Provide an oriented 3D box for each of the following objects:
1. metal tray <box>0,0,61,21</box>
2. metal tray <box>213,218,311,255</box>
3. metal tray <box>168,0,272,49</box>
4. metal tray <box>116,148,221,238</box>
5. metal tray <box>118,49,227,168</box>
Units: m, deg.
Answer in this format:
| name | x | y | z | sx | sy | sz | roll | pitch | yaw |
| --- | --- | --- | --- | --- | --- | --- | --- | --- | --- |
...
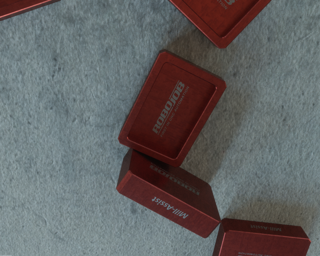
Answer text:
| name | x | y | z | sx | sy | sz | roll | pitch | yaw |
| --- | --- | --- | --- | --- | --- | --- | --- | --- | --- |
| metal tray | -0.175 | -0.192 | 0.333 | 0.090 | 0.030 | 0.129 | -17 | 110 | 5 |
| metal tray | 0.153 | 0.192 | 0.480 | 0.131 | 0.030 | 0.089 | 7 | 110 | -3 |
| metal tray | 0.054 | -0.165 | 0.346 | 0.130 | 0.030 | 0.090 | 40 | 105 | -14 |
| metal tray | 0.012 | 0.078 | 0.404 | 0.130 | 0.090 | 0.030 | 31 | 107 | -11 |
| metal tray | 0.013 | -0.023 | 0.398 | 0.090 | 0.030 | 0.129 | 25 | 108 | -10 |
